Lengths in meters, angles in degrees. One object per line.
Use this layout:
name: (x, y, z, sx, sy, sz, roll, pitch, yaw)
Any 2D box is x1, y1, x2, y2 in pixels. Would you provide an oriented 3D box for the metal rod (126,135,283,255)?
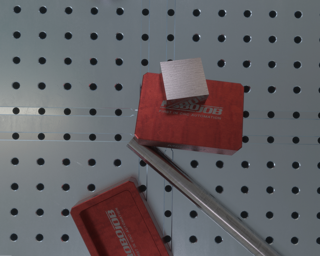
metal rod: (0.077, 0.113, 0.414, 0.300, 0.025, 0.025, 41, 90, 0)

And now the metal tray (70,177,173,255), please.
metal tray: (-0.048, 0.143, 0.410, 0.090, 0.030, 0.129, -26, 90, 0)

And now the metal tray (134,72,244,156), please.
metal tray: (0.038, -0.018, 0.398, 0.131, 0.030, 0.090, 7, 72, 0)

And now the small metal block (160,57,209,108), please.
small metal block: (0.028, -0.056, 0.380, 0.050, 0.025, 0.050, -8, 73, -5)
